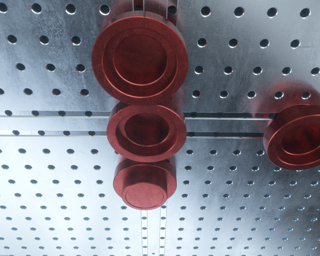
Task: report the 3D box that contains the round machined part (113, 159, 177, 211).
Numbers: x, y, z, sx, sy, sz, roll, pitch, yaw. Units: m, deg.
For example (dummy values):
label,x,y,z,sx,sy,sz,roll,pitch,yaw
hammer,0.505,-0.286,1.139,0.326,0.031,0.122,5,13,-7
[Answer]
label,x,y,z,sx,sy,sz,roll,pitch,yaw
round machined part,-0.023,0.090,0.477,0.099,0.042,0.097,0,130,0

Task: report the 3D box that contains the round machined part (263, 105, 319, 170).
label,x,y,z,sx,sy,sz,roll,pitch,yaw
round machined part,0.186,0.008,0.411,0.099,0.042,0.097,-1,130,0

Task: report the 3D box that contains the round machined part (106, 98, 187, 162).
label,x,y,z,sx,sy,sz,roll,pitch,yaw
round machined part,-0.016,-0.004,0.397,0.099,0.042,0.097,-1,131,0

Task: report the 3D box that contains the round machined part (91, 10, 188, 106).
label,x,y,z,sx,sy,sz,roll,pitch,yaw
round machined part,-0.020,-0.076,0.332,0.099,0.042,0.097,0,125,0
